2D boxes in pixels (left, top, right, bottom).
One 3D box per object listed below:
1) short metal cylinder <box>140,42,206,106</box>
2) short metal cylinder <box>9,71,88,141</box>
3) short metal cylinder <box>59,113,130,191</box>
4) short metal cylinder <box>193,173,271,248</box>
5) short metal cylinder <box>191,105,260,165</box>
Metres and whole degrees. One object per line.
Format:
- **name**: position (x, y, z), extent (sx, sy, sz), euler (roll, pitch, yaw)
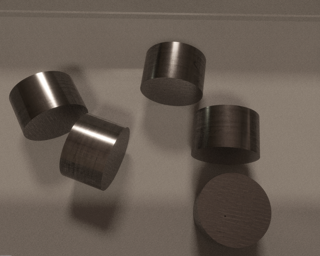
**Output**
- **short metal cylinder**: position (0.018, -0.068, 0.406), extent (0.080, 0.080, 0.050), euler (7, 70, 2)
- **short metal cylinder**: position (-0.138, -0.026, 0.388), extent (0.080, 0.080, 0.050), euler (-27, 73, -10)
- **short metal cylinder**: position (-0.075, 0.028, 0.369), extent (0.050, 0.080, 0.080), euler (20, 71, 7)
- **short metal cylinder**: position (0.082, 0.097, 0.362), extent (0.081, 0.050, 0.080), euler (0, 70, 0)
- **short metal cylinder**: position (0.080, 0.011, 0.378), extent (0.080, 0.080, 0.050), euler (5, 70, 1)
